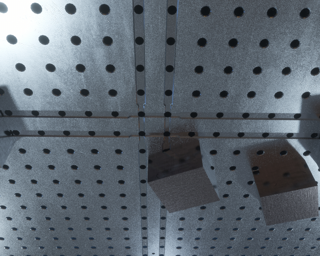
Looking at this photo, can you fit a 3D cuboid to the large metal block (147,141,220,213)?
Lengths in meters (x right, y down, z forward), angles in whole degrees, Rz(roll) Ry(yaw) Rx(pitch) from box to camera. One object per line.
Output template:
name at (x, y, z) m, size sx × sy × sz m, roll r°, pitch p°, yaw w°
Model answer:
large metal block at (0.036, 0.075, 0.460) m, size 0.080 × 0.050 × 0.080 m, roll -18°, pitch 128°, yaw 14°

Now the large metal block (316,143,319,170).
large metal block at (0.273, 0.035, 0.429) m, size 0.080 × 0.050 × 0.080 m, roll -9°, pitch 130°, yaw 7°

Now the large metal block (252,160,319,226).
large metal block at (0.197, 0.104, 0.487) m, size 0.080 × 0.050 × 0.080 m, roll -15°, pitch 129°, yaw 12°

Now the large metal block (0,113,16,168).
large metal block at (-0.249, 0.008, 0.399) m, size 0.080 × 0.050 × 0.079 m, roll -3°, pitch 130°, yaw 2°
